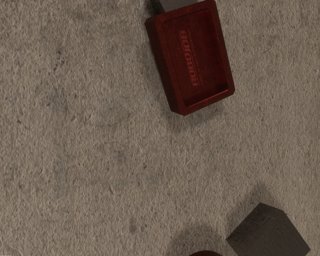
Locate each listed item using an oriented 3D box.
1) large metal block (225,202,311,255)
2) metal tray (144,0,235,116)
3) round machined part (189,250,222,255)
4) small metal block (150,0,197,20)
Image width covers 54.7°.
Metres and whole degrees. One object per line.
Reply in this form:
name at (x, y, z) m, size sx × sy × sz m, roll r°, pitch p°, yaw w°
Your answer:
large metal block at (0.159, 0.172, 0.457) m, size 0.080 × 0.050 × 0.080 m, roll -41°, pitch 103°, yaw -16°
metal tray at (0.043, -0.092, 0.409) m, size 0.091 × 0.030 × 0.129 m, roll -24°, pitch 110°, yaw -19°
round machined part at (0.057, 0.216, 0.423) m, size 0.099 × 0.042 × 0.097 m, roll 0°, pitch 90°, yaw -21°
small metal block at (0.015, -0.177, 0.415) m, size 0.050 × 0.025 × 0.050 m, roll -31°, pitch 101°, yaw -18°
